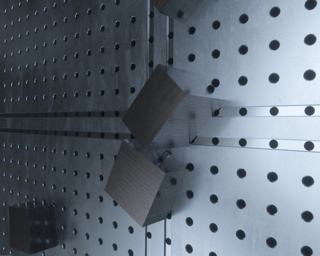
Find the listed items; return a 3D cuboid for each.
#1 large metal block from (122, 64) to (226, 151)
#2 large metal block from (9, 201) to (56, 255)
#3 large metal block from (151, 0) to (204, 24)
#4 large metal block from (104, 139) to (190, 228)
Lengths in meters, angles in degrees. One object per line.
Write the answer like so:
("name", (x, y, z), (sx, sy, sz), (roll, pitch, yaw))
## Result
("large metal block", (0.017, -0.021, 0.361), (0.050, 0.081, 0.080), (51, 120, 28))
("large metal block", (-0.248, 0.189, 0.600), (0.080, 0.050, 0.080), (-6, 87, 40))
("large metal block", (0.022, -0.190, 0.376), (0.080, 0.050, 0.080), (-44, 64, 31))
("large metal block", (-0.019, 0.068, 0.410), (0.080, 0.050, 0.080), (34, 111, 35))
